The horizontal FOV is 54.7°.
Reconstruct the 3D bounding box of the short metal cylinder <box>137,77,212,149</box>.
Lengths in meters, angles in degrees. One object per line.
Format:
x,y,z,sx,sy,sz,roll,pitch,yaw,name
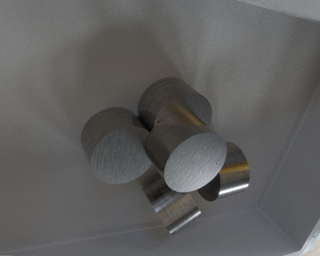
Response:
0.018,-0.018,0.393,0.081,0.050,0.079,-14,124,-21,short metal cylinder

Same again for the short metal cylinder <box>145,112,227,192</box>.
0.030,0.028,0.363,0.081,0.050,0.079,-14,125,-22,short metal cylinder

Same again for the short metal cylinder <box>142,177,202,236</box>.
0.017,0.108,0.451,0.050,0.080,0.080,-33,129,-7,short metal cylinder

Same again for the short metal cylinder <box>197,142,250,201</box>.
0.087,0.064,0.463,0.050,0.080,0.079,-10,123,-24,short metal cylinder

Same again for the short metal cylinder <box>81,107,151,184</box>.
-0.051,0.021,0.379,0.081,0.050,0.079,-14,125,-21,short metal cylinder
